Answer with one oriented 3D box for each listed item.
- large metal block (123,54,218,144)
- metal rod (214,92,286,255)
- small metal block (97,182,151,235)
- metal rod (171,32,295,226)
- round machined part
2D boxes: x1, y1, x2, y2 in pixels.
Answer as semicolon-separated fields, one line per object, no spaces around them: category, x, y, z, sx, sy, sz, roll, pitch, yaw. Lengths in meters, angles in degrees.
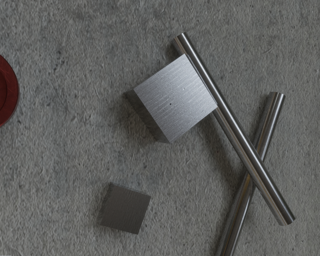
large metal block;0.013;-0.036;0.402;0.080;0.050;0.080;-38;103;-16
metal rod;0.128;0.088;0.458;0.025;0.025;0.299;23;82;-19
small metal block;-0.046;0.101;0.393;0.050;0.025;0.050;22;83;-19
metal rod;0.103;0.004;0.430;0.025;0.025;0.299;-33;94;-17
round machined part;-0.201;-0.039;0.326;0.099;0.042;0.097;0;90;-21
